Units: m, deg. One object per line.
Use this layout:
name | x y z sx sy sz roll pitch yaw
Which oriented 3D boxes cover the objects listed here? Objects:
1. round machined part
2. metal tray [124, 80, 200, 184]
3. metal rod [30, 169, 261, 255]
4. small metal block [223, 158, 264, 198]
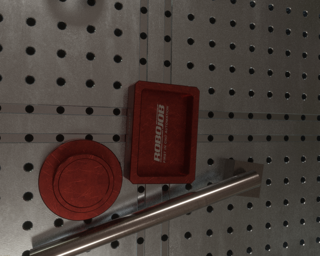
round machined part | -0.093 0.062 0.370 0.099 0.042 0.097 0 90 -20
metal tray | 0.003 0.007 0.412 0.091 0.030 0.129 4 89 -20
metal rod | -0.007 0.112 0.396 0.302 0.025 0.025 -16 96 -14
small metal block | 0.122 0.074 0.460 0.050 0.025 0.050 10 87 -20
